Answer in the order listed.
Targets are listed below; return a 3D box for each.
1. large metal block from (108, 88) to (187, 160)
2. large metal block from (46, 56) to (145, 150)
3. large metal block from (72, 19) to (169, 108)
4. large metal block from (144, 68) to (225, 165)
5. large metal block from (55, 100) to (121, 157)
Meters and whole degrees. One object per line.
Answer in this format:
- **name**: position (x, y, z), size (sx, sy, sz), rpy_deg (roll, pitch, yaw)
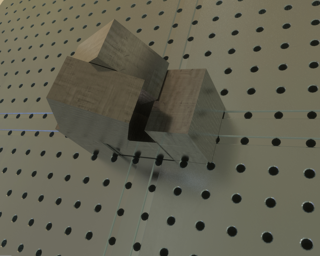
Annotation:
- **large metal block**: position (-0.018, -0.008, 0.403), size (0.080, 0.050, 0.080), rpy_deg (3, 63, 29)
- **large metal block**: position (-0.066, -0.023, 0.334), size (0.080, 0.080, 0.050), rpy_deg (17, 67, -1)
- **large metal block**: position (-0.051, -0.066, 0.357), size (0.080, 0.080, 0.050), rpy_deg (-12, 53, 48)
- **large metal block**: position (0.033, -0.012, 0.361), size (0.050, 0.080, 0.080), rpy_deg (4, 64, 30)
- **large metal block**: position (-0.083, -0.014, 0.424), size (0.050, 0.080, 0.080), rpy_deg (2, 63, 29)
